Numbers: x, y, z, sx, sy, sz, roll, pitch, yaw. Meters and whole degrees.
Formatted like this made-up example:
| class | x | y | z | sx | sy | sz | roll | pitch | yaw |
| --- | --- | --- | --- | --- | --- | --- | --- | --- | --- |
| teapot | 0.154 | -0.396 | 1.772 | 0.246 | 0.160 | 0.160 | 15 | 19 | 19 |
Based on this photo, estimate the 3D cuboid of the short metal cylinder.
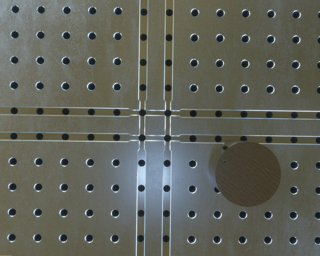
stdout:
| class | x | y | z | sx | sy | sz | roll | pitch | yaw |
| --- | --- | --- | --- | --- | --- | --- | --- | --- | --- |
| short metal cylinder | 0.108 | 0.056 | 0.402 | 0.081 | 0.050 | 0.079 | 0 | 90 | -1 |
